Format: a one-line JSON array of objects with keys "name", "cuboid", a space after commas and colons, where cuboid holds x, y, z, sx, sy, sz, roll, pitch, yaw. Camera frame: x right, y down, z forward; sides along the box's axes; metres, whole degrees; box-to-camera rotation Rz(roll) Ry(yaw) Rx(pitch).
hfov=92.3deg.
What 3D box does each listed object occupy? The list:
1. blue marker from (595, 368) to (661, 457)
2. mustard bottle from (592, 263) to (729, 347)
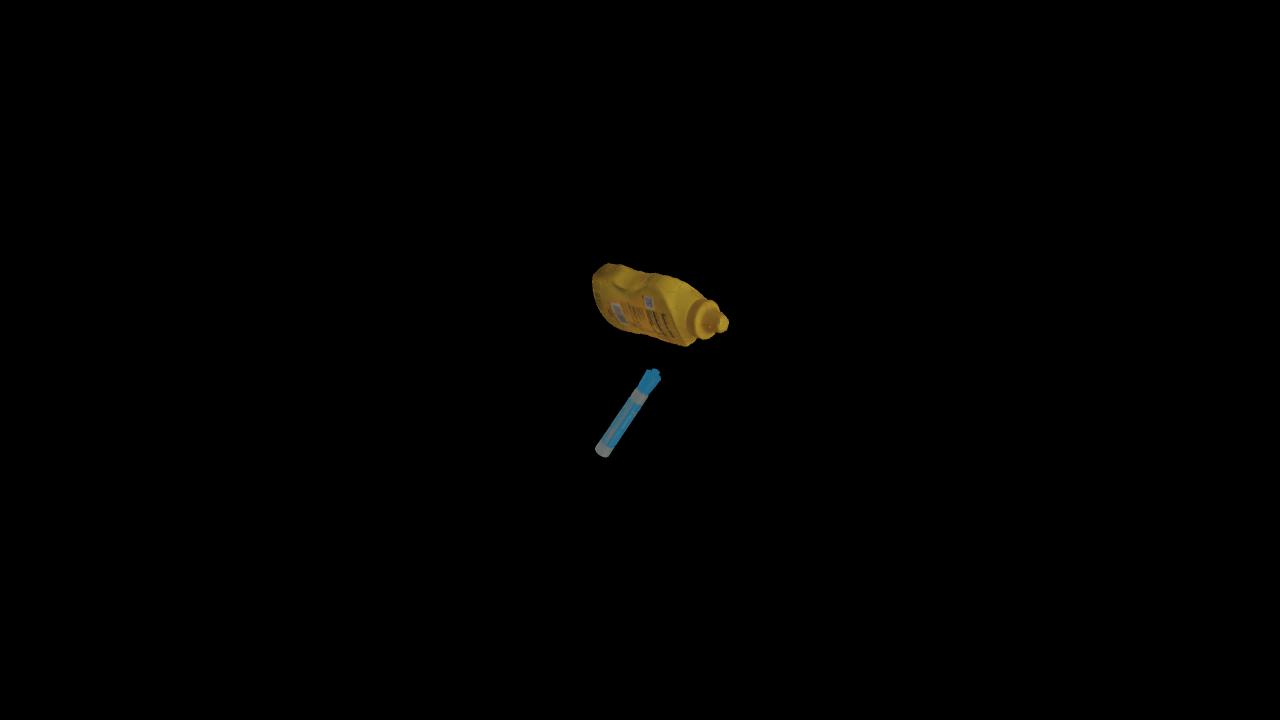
[{"name": "blue marker", "cuboid": [-0.013, 0.058, 0.682, 0.020, 0.121, 0.020, 28, 22, -12]}, {"name": "mustard bottle", "cuboid": [0.026, -0.057, 0.694, 0.054, 0.092, 0.184, -41, 37, -26]}]
